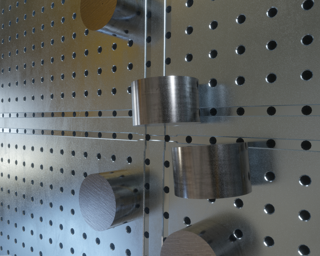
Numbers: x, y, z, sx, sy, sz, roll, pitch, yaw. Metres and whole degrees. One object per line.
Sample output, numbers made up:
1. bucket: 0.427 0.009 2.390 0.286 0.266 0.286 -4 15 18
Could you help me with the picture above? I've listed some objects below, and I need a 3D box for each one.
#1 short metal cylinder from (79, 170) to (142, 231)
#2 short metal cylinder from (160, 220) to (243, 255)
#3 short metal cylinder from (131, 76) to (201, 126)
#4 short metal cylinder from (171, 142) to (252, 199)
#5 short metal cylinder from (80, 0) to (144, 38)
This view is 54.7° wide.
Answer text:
1. short metal cylinder: -0.073 0.103 0.451 0.080 0.050 0.079 0 90 39
2. short metal cylinder: 0.047 0.151 0.353 0.080 0.050 0.079 0 90 39
3. short metal cylinder: 0.007 -0.029 0.366 0.080 0.081 0.050 -4 87 39
4. short metal cylinder: 0.054 0.043 0.328 0.080 0.081 0.050 -7 86 39
5. short metal cylinder: -0.070 -0.176 0.449 0.080 0.050 0.079 0 90 39
